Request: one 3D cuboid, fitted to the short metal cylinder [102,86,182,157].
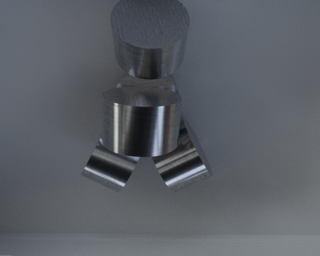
[{"bbox_3d":[-0.019,-0.010,0.323,0.081,0.080,0.050,3,110,-1],"label":"short metal cylinder"}]

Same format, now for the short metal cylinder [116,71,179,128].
[{"bbox_3d":[-0.016,-0.035,0.382,0.081,0.050,0.079,0,110,0],"label":"short metal cylinder"}]

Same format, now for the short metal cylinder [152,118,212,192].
[{"bbox_3d":[0.026,0.034,0.393,0.050,0.080,0.080,-27,108,10],"label":"short metal cylinder"}]

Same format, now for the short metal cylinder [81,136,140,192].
[{"bbox_3d":[-0.058,0.034,0.392,0.050,0.080,0.080,28,108,-9],"label":"short metal cylinder"}]

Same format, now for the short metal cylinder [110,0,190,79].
[{"bbox_3d":[-0.011,-0.100,0.336,0.081,0.080,0.050,4,153,-2],"label":"short metal cylinder"}]
